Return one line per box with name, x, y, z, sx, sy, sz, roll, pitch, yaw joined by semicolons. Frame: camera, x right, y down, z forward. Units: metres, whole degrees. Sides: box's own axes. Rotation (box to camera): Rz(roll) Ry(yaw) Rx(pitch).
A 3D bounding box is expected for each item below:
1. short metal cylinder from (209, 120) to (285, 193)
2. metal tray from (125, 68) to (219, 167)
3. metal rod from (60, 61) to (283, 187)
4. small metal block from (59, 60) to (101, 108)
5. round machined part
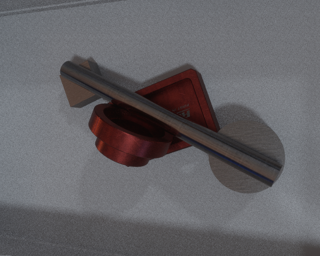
short metal cylinder;0.101;0.031;0.360;0.080;0.050;0.079;0;90;19
metal tray;0.003;-0.011;0.404;0.130;0.030;0.090;-20;84;18
metal rod;-0.006;-0.016;0.367;0.300;0.025;0.025;28;99;24
small metal block;-0.110;-0.062;0.446;0.050;0.025;0.050;-23;83;18
round machined part;-0.038;0.011;0.369;0.098;0.098;0.042;29;107;17
